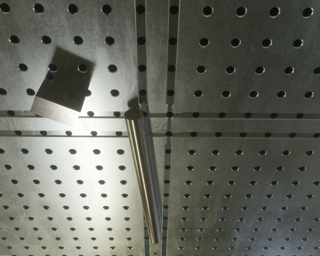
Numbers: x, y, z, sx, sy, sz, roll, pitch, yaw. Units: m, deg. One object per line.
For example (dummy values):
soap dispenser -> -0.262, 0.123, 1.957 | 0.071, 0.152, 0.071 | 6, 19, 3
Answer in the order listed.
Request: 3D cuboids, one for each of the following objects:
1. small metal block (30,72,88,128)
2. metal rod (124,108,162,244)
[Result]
small metal block -> -0.117, -0.034, 0.365 | 0.050, 0.050, 0.025 | 22, 127, -18
metal rod -> -0.020, 0.095, 0.492 | 0.025, 0.025, 0.298 | -4, 130, 3
